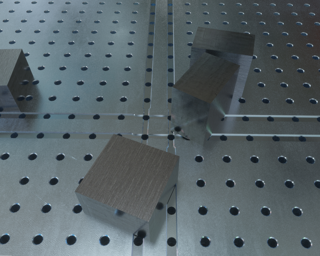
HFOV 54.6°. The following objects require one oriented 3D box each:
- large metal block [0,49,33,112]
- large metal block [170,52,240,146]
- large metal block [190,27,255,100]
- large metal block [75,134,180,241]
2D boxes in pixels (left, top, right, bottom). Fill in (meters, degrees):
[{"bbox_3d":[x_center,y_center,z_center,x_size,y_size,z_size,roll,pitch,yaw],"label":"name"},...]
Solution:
[{"bbox_3d":[-0.242,-0.069,0.449,0.080,0.050,0.080,-2,50,-2],"label":"large metal block"},{"bbox_3d":[0.057,-0.037,0.404,0.050,0.080,0.080,27,55,21],"label":"large metal block"},{"bbox_3d":[0.087,-0.093,0.451,0.080,0.080,0.050,11,51,9],"label":"large metal block"},{"bbox_3d":[-0.032,0.062,0.339,0.080,0.050,0.080,18,52,14],"label":"large metal block"}]
